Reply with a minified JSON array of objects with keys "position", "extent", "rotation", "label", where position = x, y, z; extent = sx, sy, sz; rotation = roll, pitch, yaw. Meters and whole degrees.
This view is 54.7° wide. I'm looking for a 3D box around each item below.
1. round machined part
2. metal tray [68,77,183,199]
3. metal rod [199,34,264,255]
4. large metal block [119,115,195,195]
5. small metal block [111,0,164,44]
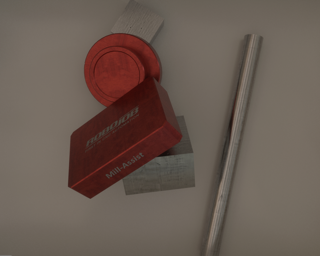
[{"position":[-0.049,-0.069,0.389],"extent":[0.099,0.042,0.097],"rotation":[2,105,8],"label":"round machined part"},{"position":[-0.045,0.010,0.349],"extent":[0.130,0.090,0.030],"rotation":[-34,129,16],"label":"metal tray"},{"position":[0.095,0.025,0.412],"extent":[0.025,0.025,0.298],"rotation":[12,90,-1],"label":"metal rod"},{"position":[-0.004,0.031,0.377],"extent":[0.081,0.080,0.050],"rotation":[-7,123,-1],"label":"large metal block"},{"position":[-0.029,-0.133,0.411],"extent":[0.050,0.025,0.050],"rotation":[32,90,-1],"label":"small metal block"}]
